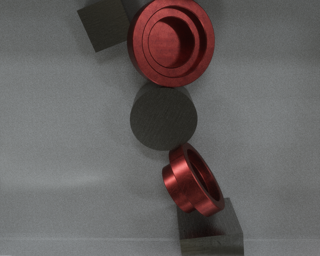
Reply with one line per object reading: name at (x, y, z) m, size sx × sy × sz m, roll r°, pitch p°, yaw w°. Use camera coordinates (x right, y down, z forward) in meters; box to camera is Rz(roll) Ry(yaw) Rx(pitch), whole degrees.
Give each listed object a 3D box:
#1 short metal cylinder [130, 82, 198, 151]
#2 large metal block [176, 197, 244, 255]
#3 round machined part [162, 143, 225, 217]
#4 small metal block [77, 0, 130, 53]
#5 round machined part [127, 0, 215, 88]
short metal cylinder at (0.004, -0.018, 0.392) m, size 0.081 × 0.050 × 0.079 m, roll 0°, pitch 110°, yaw -1°
large metal block at (0.068, 0.146, 0.437) m, size 0.080 × 0.080 × 0.050 m, roll -7°, pitch 110°, yaw 2°
round machined part at (0.039, 0.070, 0.399) m, size 0.042 × 0.098 × 0.098 m, roll -33°, pitch 107°, yaw 15°
small metal block at (-0.061, -0.123, 0.365) m, size 0.050 × 0.025 × 0.050 m, roll -20°, pitch 109°, yaw 7°
round machined part at (0.010, -0.097, 0.355) m, size 0.099 × 0.042 × 0.097 m, roll -5°, pitch 105°, yaw -21°
